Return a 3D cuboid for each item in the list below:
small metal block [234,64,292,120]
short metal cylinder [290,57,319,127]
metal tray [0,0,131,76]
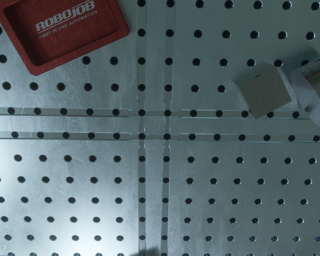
[{"bbox_3d":[0.132,-0.047,0.398,0.050,0.025,0.050,-29,108,9],"label":"small metal block"},{"bbox_3d":[0.201,-0.045,0.370,0.050,0.080,0.080,-28,108,9],"label":"short metal cylinder"},{"bbox_3d":[-0.111,-0.127,0.362,0.130,0.030,0.090,-22,109,7],"label":"metal tray"}]
